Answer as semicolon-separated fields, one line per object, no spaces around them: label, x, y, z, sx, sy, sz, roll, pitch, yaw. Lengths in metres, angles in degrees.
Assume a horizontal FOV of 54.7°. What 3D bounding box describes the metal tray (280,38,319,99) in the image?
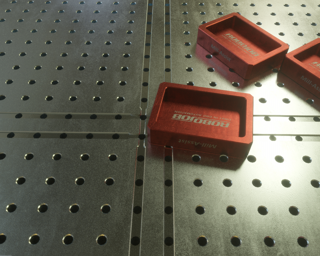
metal tray;0.266;-0.083;0.477;0.091;0.030;0.130;-28;56;-22

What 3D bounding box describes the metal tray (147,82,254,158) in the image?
metal tray;0.056;-0.014;0.416;0.131;0.030;0.090;9;50;7

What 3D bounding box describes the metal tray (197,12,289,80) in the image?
metal tray;0.137;-0.143;0.526;0.091;0.030;0.130;-27;56;-22
